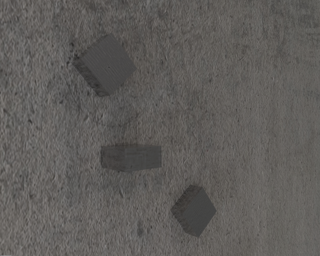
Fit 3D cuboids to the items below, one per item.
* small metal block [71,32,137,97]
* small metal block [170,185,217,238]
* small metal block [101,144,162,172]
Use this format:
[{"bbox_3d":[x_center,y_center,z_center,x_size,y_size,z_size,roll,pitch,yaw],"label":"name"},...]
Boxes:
[{"bbox_3d":[-0.062,-0.071,0.352,0.050,0.025,0.050,-51,120,-28],"label":"small metal block"},{"bbox_3d":[0.049,0.119,0.446,0.050,0.025,0.050,-45,117,-30],"label":"small metal block"},{"bbox_3d":[-0.034,0.033,0.360,0.050,0.050,0.025,-2,91,-40],"label":"small metal block"}]
